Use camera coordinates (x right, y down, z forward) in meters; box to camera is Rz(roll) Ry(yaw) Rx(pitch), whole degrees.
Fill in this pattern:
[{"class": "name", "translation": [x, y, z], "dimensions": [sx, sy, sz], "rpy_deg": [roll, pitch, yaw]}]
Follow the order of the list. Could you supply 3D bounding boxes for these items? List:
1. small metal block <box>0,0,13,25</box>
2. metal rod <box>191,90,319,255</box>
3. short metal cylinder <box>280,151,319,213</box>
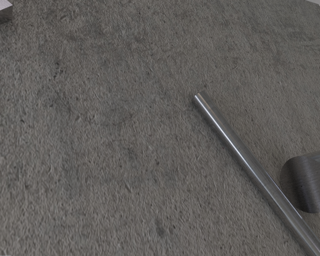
[{"class": "small metal block", "translation": [-0.219, -0.148, 0.376], "dimensions": [0.050, 0.025, 0.050], "rpy_deg": [41, 51, 0]}, {"class": "metal rod", "translation": [0.143, 0.071, 0.436], "dimensions": [0.025, 0.025, 0.299], "rpy_deg": [-28, 77, -37]}, {"class": "short metal cylinder", "translation": [0.222, 0.075, 0.442], "dimensions": [0.050, 0.080, 0.080], "rpy_deg": [-8, 66, -32]}]
